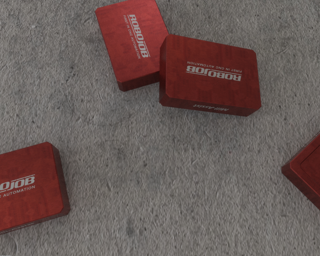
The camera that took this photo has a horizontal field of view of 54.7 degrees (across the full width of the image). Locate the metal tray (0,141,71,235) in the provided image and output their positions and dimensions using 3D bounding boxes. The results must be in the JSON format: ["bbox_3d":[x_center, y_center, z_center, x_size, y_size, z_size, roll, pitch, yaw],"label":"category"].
[{"bbox_3d":[-0.185,0.078,0.376,0.131,0.030,0.090,-16,71,-6],"label":"metal tray"}]

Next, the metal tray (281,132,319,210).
[{"bbox_3d":[0.233,0.042,0.391,0.130,0.030,0.090,-39,75,-13],"label":"metal tray"}]

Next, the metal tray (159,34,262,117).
[{"bbox_3d":[0.066,-0.068,0.411,0.131,0.030,0.090,6,70,-16],"label":"metal tray"}]

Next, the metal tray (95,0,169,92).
[{"bbox_3d":[-0.033,-0.125,0.451,0.091,0.030,0.130,-17,71,-6],"label":"metal tray"}]
